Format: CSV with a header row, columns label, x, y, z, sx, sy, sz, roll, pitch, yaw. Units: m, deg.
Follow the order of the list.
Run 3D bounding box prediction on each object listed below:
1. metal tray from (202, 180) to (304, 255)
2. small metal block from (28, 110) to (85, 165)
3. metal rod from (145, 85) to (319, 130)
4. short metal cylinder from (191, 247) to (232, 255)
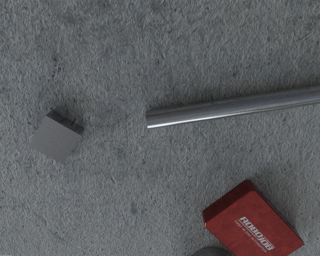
label,x,y,z,sx,sy,sz,roll,pitch,yaw
metal tray,0.138,0.150,0.465,0.090,0.030,0.130,-40,106,13
small metal block,-0.137,0.012,0.412,0.050,0.025,0.050,32,107,-12
metal rod,0.132,-0.033,0.399,0.302,0.025,0.025,-9,110,2
short metal cylinder,0.084,0.236,0.485,0.081,0.050,0.079,0,110,-1
